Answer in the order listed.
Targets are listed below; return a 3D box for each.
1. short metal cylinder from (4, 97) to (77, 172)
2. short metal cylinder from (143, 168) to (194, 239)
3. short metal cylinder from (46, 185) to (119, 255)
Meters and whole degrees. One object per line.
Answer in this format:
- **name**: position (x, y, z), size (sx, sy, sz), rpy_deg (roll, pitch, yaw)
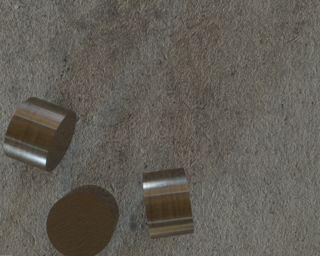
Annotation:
- **short metal cylinder**: position (-0.144, 0.008, 0.381), size (0.050, 0.080, 0.080), rpy_deg (20, 90, 0)
- **short metal cylinder**: position (0.010, 0.092, 0.382), size (0.050, 0.080, 0.080), rpy_deg (-8, 90, 0)
- **short metal cylinder**: position (-0.096, 0.117, 0.397), size (0.081, 0.050, 0.080), rpy_deg (0, 90, 0)
